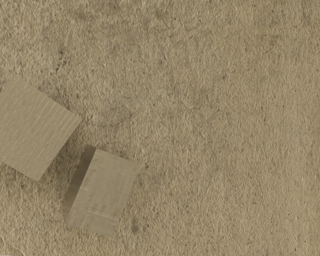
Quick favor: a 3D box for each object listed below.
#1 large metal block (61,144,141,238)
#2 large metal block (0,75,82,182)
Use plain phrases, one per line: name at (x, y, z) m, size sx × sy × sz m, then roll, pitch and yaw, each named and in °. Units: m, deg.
large metal block at (-0.071, 0.066, 0.354) m, size 0.050 × 0.080 × 0.080 m, roll 24°, pitch 82°, yaw -19°
large metal block at (-0.146, 0.001, 0.342) m, size 0.080 × 0.050 × 0.080 m, roll 36°, pitch 79°, yaw -17°
